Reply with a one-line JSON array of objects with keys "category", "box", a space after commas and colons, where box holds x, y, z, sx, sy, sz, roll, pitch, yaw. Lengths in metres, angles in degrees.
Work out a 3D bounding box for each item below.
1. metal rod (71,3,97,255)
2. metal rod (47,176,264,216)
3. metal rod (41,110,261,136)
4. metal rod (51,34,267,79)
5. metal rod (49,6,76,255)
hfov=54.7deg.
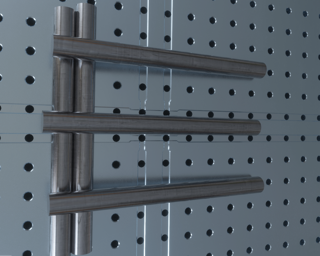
[{"category": "metal rod", "box": [-0.093, 0.001, 0.378, 0.025, 0.025, 0.298, 1, 90, -20]}, {"category": "metal rod", "box": [0.014, 0.085, 0.404, 0.303, 0.025, 0.025, 1, 90, -26]}, {"category": "metal rod", "box": [0.009, -0.004, 0.401, 0.303, 0.025, 0.025, 1, 90, -26]}, {"category": "metal rod", "box": [0.018, -0.089, 0.405, 0.303, 0.025, 0.025, 1, 90, -26]}, {"category": "metal rod", "box": [-0.117, 0.008, 0.369, 0.025, 0.025, 0.298, 1, 90, -20]}]
